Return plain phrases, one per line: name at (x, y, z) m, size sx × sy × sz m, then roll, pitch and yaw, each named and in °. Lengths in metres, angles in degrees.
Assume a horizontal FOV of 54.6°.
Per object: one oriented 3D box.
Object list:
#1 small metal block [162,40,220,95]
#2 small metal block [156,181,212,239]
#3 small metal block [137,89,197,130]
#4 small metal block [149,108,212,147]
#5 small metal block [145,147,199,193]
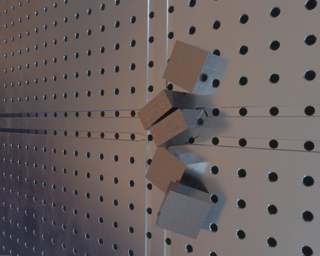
small metal block at (0.037, -0.074, 0.380) m, size 0.050 × 0.025 × 0.050 m, roll 33°, pitch 111°, yaw 35°
small metal block at (0.028, 0.098, 0.371) m, size 0.050 × 0.025 × 0.050 m, roll 19°, pitch 106°, yaw -2°
small metal block at (0.009, -0.021, 0.387) m, size 0.050 × 0.050 × 0.025 m, roll -39°, pitch 66°, yaw 33°
small metal block at (0.025, 0.000, 0.373) m, size 0.050 × 0.050 × 0.025 m, roll -34°, pitch 69°, yaw 35°
small metal block at (0.014, 0.054, 0.399) m, size 0.050 × 0.025 × 0.050 m, roll 34°, pitch 111°, yaw 35°
